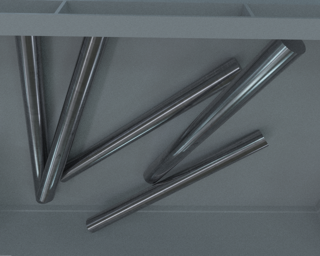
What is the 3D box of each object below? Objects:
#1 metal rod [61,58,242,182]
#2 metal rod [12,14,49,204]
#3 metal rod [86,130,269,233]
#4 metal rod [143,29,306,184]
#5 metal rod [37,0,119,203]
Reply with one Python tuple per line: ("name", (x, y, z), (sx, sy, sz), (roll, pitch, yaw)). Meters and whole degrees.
("metal rod", (-0.028, 0.001, 0.409), (0.300, 0.025, 0.025), (-30, 124, 23))
("metal rod", (-0.162, 0.001, 0.408), (0.025, 0.025, 0.298), (8, 130, -7))
("metal rod", (0.016, 0.085, 0.460), (0.300, 0.025, 0.025), (-30, 125, 15))
("metal rod", (0.044, 0.004, 0.355), (0.025, 0.025, 0.298), (18, 145, -15))
("metal rod", (-0.111, -0.011, 0.383), (0.025, 0.025, 0.298), (18, 123, -15))
